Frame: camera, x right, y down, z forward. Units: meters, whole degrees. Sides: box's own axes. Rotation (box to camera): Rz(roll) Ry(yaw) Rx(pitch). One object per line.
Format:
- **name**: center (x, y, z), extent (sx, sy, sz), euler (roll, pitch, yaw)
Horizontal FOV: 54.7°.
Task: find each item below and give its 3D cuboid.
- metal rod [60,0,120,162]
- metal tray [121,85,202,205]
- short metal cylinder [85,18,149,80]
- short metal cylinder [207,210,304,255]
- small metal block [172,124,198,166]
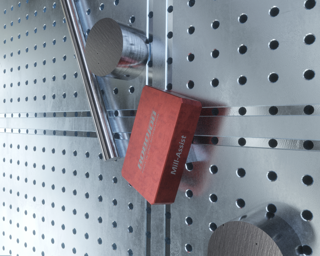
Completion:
- **metal rod**: center (-0.117, -0.090, 0.506), extent (0.025, 0.025, 0.299), euler (-29, 72, 36)
- **metal tray**: center (-0.003, 0.018, 0.389), extent (0.090, 0.030, 0.129), euler (29, 107, 53)
- **short metal cylinder**: center (-0.062, -0.111, 0.444), extent (0.080, 0.050, 0.079), euler (0, 90, 40)
- **short metal cylinder**: center (0.096, 0.129, 0.314), extent (0.080, 0.050, 0.079), euler (0, 90, 40)
- **small metal block**: center (0.014, 0.028, 0.398), extent (0.050, 0.025, 0.050), euler (-27, 73, 36)
